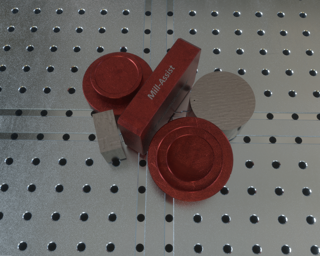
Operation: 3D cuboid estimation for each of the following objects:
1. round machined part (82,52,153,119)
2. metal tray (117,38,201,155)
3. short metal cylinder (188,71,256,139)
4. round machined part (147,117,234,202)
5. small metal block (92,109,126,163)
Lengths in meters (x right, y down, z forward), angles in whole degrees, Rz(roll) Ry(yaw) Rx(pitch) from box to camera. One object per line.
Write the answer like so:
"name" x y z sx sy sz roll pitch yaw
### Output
"round machined part" -0.056 -0.063 0.420 0.099 0.042 0.098 0 70 0
"metal tray" 0.001 -0.036 0.386 0.030 0.090 0.130 31 73 10
"short metal cylinder" 0.077 -0.027 0.404 0.081 0.050 0.080 0 70 0
"round machined part" 0.037 0.035 0.374 0.098 0.042 0.097 0 91 10
"small metal block" -0.063 0.011 0.389 0.025 0.050 0.050 -14 71 -5
